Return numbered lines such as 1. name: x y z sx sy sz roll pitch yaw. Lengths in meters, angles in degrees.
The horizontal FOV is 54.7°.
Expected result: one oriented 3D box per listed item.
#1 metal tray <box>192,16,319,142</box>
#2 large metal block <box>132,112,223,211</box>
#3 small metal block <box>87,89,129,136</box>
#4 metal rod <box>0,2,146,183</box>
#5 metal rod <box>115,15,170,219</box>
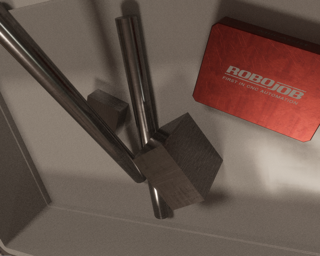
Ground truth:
1. metal tray: 0.107 -0.050 0.318 0.130 0.030 0.089 23 127 14
2. large metal block: 0.025 0.040 0.383 0.050 0.080 0.080 -29 102 37
3. small metal block: -0.076 -0.020 0.435 0.050 0.025 0.050 26 128 11
4. metal rod: -0.089 -0.016 0.365 0.025 0.025 0.300 -2 143 29
5. metal rod: -0.018 0.005 0.419 0.025 0.025 0.298 5 121 25
